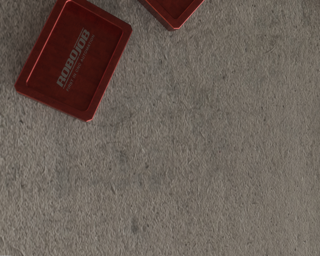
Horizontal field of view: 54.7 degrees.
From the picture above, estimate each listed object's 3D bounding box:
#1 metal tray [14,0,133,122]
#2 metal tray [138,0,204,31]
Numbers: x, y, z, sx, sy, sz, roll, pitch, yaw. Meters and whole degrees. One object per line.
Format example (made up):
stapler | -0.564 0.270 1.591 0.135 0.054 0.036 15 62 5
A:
metal tray | -0.100 -0.082 0.369 0.090 0.030 0.130 25 82 -18
metal tray | 0.029 -0.204 0.401 0.090 0.030 0.130 41 90 -16
